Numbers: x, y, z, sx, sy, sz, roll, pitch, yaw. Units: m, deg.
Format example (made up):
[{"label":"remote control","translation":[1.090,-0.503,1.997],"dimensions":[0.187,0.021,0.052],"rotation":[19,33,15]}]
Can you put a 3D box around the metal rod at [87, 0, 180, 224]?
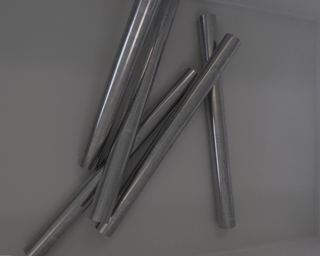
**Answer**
[{"label":"metal rod","translation":[-0.028,-0.035,0.382],"dimensions":[0.025,0.025,0.299],"rotation":[21,76,-19]}]

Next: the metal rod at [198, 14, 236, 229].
[{"label":"metal rod","translation":[0.081,-0.008,0.440],"dimensions":[0.025,0.025,0.298],"rotation":[-7,92,-20]}]

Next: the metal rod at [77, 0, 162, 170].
[{"label":"metal rod","translation":[-0.032,-0.083,0.328],"dimensions":[0.025,0.025,0.298],"rotation":[17,112,-20]}]

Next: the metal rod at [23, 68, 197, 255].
[{"label":"metal rod","translation":[-0.051,0.036,0.391],"dimensions":[0.025,0.025,0.300],"rotation":[45,76,-15]}]

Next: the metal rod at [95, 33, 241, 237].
[{"label":"metal rod","translation":[0.014,0.005,0.400],"dimensions":[0.025,0.025,0.300],"rotation":[36,84,-17]}]
